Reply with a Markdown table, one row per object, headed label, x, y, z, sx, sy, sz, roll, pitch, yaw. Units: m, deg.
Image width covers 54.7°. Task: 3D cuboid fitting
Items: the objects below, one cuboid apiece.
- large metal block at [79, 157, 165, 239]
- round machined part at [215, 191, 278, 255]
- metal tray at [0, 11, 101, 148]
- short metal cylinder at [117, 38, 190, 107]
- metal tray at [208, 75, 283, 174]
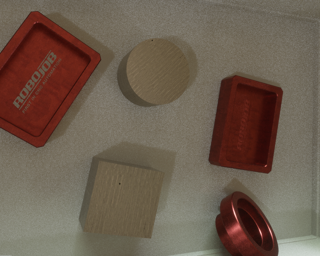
| label | x | y | z | sx | sy | sz | roll | pitch | yaw |
| --- | --- | --- | --- | --- | --- | --- | --- | --- | --- |
| large metal block | -0.048 | 0.084 | 0.381 | 0.081 | 0.050 | 0.080 | 13 | 86 | -20 |
| round machined part | 0.114 | 0.141 | 0.427 | 0.098 | 0.098 | 0.042 | 42 | 117 | -15 |
| metal tray | -0.141 | -0.054 | 0.356 | 0.090 | 0.030 | 0.130 | 34 | 79 | -17 |
| short metal cylinder | -0.010 | -0.068 | 0.395 | 0.081 | 0.050 | 0.079 | 0 | 90 | -21 |
| metal tray | 0.127 | -0.004 | 0.456 | 0.091 | 0.030 | 0.129 | 11 | 86 | -20 |
